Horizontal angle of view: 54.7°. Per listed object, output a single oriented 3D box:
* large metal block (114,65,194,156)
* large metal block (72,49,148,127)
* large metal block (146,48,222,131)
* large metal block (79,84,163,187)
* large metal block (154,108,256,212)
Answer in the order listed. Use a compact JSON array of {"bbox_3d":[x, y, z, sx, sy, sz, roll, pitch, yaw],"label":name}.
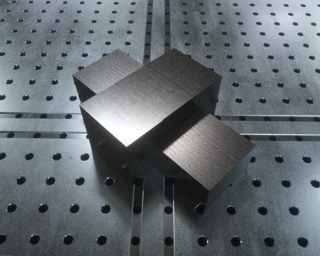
[{"bbox_3d":[-0.008,-0.019,0.388,0.050,0.080,0.080,-37,60,-27],"label":"large metal block"},{"bbox_3d":[-0.061,-0.056,0.435,0.080,0.050,0.080,37,60,26],"label":"large metal block"},{"bbox_3d":[0.029,-0.045,0.411,0.050,0.080,0.080,-37,60,-27],"label":"large metal block"},{"bbox_3d":[-0.043,0.009,0.365,0.050,0.080,0.080,-37,60,-27],"label":"large metal block"},{"bbox_3d":[0.050,0.034,0.363,0.080,0.050,0.080,-37,60,-26],"label":"large metal block"}]
